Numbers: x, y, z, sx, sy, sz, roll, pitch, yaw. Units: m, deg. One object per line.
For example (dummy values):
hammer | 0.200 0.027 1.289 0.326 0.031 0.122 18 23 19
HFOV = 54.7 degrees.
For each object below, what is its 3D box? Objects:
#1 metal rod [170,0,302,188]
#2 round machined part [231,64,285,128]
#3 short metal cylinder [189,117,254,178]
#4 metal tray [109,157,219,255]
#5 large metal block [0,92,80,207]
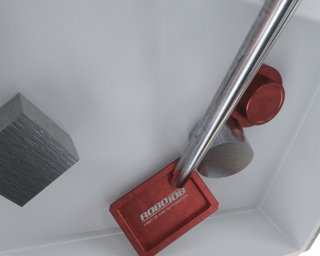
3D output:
metal rod | 0.065 -0.021 0.332 0.025 0.025 0.298 -7 143 -25
round machined part | 0.141 -0.043 0.451 0.099 0.042 0.097 -14 124 -21
short metal cylinder | 0.085 0.028 0.442 0.081 0.050 0.080 -6 137 -6
metal tray | 0.006 0.112 0.444 0.130 0.030 0.090 -34 84 -7
large metal block | -0.147 0.024 0.327 0.080 0.050 0.080 -40 130 -2
